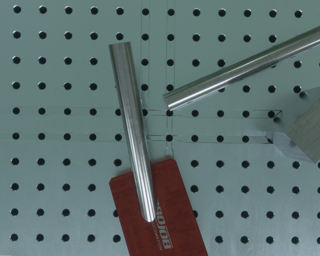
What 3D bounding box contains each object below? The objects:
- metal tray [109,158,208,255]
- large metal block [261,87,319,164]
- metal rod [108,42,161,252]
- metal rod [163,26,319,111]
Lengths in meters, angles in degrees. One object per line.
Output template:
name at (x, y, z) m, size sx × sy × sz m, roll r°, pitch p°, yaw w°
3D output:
metal tray at (-0.003, 0.114, 0.397) m, size 0.090 × 0.030 × 0.129 m, roll -19°, pitch 78°, yaw 0°
large metal block at (0.185, -0.005, 0.387) m, size 0.080 × 0.080 × 0.050 m, roll -44°, pitch 90°, yaw 0°
metal rod at (-0.022, 0.049, 0.378) m, size 0.025 × 0.025 × 0.298 m, roll -9°, pitch 104°, yaw 0°
metal rod at (0.147, -0.094, 0.414) m, size 0.301 × 0.025 × 0.025 m, roll -24°, pitch 90°, yaw 0°
